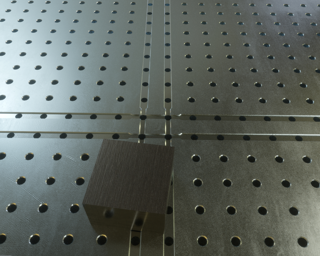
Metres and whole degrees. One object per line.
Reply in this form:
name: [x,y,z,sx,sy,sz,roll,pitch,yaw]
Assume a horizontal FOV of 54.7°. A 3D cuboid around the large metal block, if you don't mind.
large metal block: [-0.029,0.062,0.339,0.080,0.050,0.080,6,50,5]
